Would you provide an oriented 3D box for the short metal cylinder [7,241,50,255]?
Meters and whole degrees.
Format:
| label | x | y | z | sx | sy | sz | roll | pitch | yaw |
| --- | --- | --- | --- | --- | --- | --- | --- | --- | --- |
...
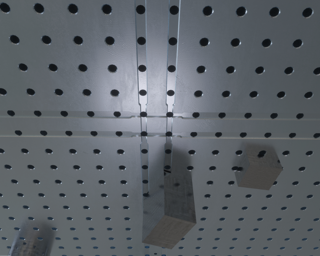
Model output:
| label | x | y | z | sx | sy | sz | roll | pitch | yaw |
| --- | --- | --- | --- | --- | --- | --- | --- | --- | --- |
| short metal cylinder | -0.269 | 0.273 | 0.625 | 0.081 | 0.050 | 0.079 | 0 | 130 | 0 |

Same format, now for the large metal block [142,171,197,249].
| label | x | y | z | sx | sy | sz | roll | pitch | yaw |
| --- | --- | --- | --- | --- | --- | --- | --- | --- | --- |
| large metal block | 0.012 | 0.129 | 0.485 | 0.050 | 0.080 | 0.079 | 20 | 127 | -16 |

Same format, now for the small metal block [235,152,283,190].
| label | x | y | z | sx | sy | sz | roll | pitch | yaw |
| --- | --- | --- | --- | --- | --- | --- | --- | --- | --- |
| small metal block | 0.148 | 0.066 | 0.469 | 0.050 | 0.025 | 0.050 | 8 | 130 | -7 |
